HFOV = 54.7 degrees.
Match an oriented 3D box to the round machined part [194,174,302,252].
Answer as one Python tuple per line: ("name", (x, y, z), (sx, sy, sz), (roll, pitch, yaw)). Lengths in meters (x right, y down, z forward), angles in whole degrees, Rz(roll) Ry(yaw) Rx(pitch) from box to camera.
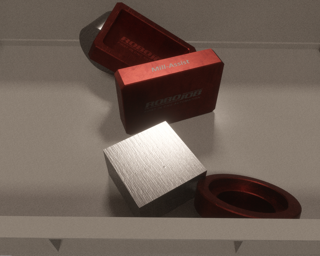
("round machined part", (0.082, 0.083, 0.305), (0.099, 0.042, 0.098), (7, 13, -1))

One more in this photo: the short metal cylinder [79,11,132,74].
("short metal cylinder", (-0.076, -0.132, 0.479), (0.080, 0.080, 0.050), (26, 55, 19))

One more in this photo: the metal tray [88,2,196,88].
("metal tray", (-0.020, -0.104, 0.429), (0.131, 0.030, 0.090), (28, 59, -14))

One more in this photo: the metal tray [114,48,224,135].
("metal tray", (0.012, -0.045, 0.401), (0.131, 0.089, 0.030), (-16, 52, -14))

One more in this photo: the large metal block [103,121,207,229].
("large metal block", (-0.007, 0.050, 0.347), (0.081, 0.050, 0.080), (-25, 55, -20))
